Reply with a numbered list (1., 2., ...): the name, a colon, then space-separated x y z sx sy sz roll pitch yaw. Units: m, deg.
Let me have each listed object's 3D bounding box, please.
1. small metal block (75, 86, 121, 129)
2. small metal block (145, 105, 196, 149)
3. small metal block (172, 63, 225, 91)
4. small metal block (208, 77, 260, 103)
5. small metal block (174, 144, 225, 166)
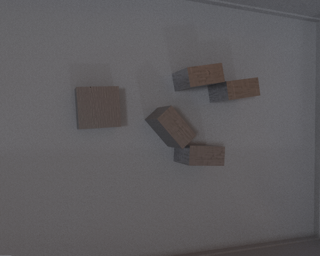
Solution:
1. small metal block: -0.077 -0.025 0.382 0.050 0.025 0.050 -4 92 -20
2. small metal block: 0.012 -0.001 0.402 0.025 0.050 0.050 -44 104 -15
3. small metal block: 0.050 -0.068 0.416 0.050 0.050 0.025 -11 94 -20
4. small metal block: 0.103 -0.053 0.435 0.050 0.050 0.025 -10 94 -20
5. small metal block: 0.052 0.035 0.416 0.050 0.050 0.025 3 89 -20
